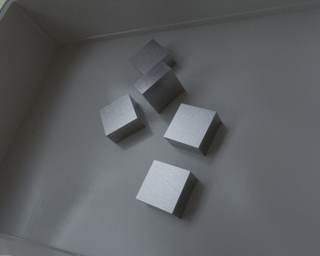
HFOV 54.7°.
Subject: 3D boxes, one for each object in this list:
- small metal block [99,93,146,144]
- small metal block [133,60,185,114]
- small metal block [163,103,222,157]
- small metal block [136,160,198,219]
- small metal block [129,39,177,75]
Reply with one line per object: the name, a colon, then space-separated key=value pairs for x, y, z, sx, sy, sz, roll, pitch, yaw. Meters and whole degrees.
small metal block: x=-0.054 y=-0.014 z=0.443 sx=0.050 sy=0.025 sz=0.050 roll=-30 pitch=52 yaw=9
small metal block: x=0.000 y=-0.055 z=0.424 sx=0.050 sy=0.050 sz=0.025 roll=-42 pitch=51 yaw=0
small metal block: x=0.041 y=0.002 z=0.383 sx=0.050 sy=0.025 sz=0.050 roll=17 pitch=71 yaw=34
small metal block: x=0.008 y=0.070 z=0.359 sx=0.050 sy=0.025 sz=0.050 roll=14 pitch=69 yaw=33
small metal block: x=-0.012 y=-0.102 z=0.475 sx=0.050 sy=0.025 sz=0.050 roll=-41 pitch=51 yaw=0
